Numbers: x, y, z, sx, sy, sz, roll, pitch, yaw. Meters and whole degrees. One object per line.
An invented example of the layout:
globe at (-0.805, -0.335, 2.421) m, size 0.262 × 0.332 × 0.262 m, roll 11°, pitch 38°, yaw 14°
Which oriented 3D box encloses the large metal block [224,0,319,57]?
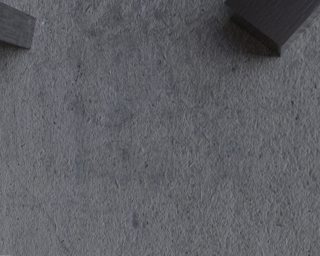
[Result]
large metal block at (0.133, -0.141, 0.349) m, size 0.080 × 0.050 × 0.080 m, roll 44°, pitch 104°, yaw 14°

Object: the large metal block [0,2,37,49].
large metal block at (-0.252, -0.160, 0.469) m, size 0.080 × 0.080 × 0.050 m, roll 15°, pitch 95°, yaw 19°
